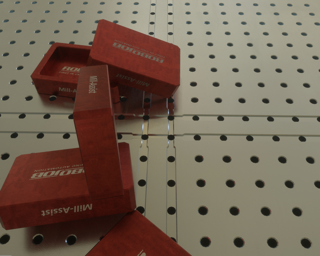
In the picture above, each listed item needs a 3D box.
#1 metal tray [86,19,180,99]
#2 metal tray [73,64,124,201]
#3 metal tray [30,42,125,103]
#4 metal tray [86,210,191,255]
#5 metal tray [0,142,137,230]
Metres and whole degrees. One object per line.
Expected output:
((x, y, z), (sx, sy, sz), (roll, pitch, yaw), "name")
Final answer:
((-0.035, -0.102, 0.457), (0.131, 0.030, 0.090), (16, 51, -16), "metal tray")
((-0.061, -0.003, 0.315), (0.030, 0.089, 0.130), (-8, 29, -7), "metal tray")
((-0.116, -0.087, 0.477), (0.131, 0.030, 0.090), (8, 50, 6), "metal tray")
((-0.036, 0.150, 0.278), (0.090, 0.030, 0.131), (33, 57, 25), "metal tray")
((-0.095, 0.057, 0.335), (0.131, 0.030, 0.090), (-7, 29, -6), "metal tray")
